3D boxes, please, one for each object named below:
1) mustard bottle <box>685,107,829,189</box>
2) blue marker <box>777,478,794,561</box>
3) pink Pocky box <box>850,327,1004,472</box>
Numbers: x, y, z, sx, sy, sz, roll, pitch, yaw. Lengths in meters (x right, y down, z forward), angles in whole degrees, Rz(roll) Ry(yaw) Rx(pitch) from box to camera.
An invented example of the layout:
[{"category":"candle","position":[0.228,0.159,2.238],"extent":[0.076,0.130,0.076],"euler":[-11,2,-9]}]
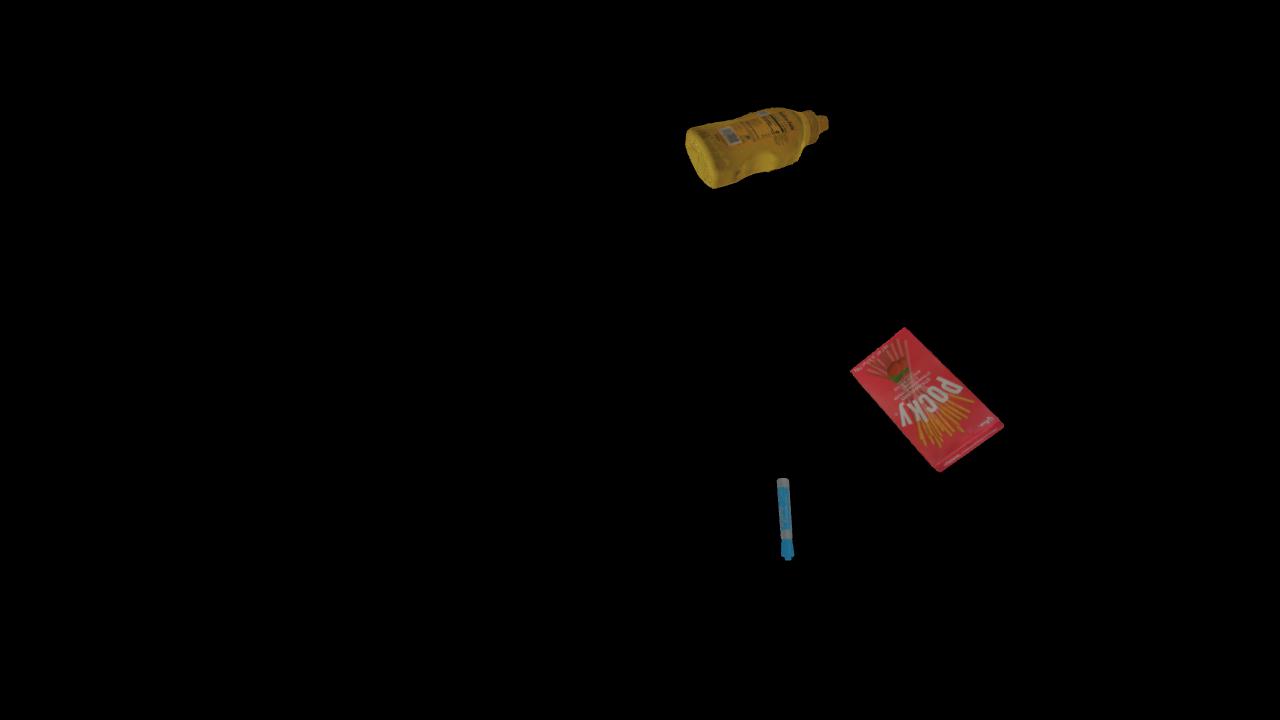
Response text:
[{"category":"mustard bottle","position":[0.158,-0.280,0.783],"extent":[0.184,0.092,0.054],"euler":[-20,-35,-11]},{"category":"blue marker","position":[0.216,0.236,0.914],"extent":[0.020,0.121,0.020],"euler":[3,-31,2]},{"category":"pink Pocky box","position":[0.319,0.041,0.696],"extent":[0.084,0.155,0.029],"euler":[-42,-42,16]}]
